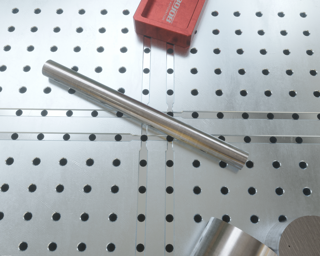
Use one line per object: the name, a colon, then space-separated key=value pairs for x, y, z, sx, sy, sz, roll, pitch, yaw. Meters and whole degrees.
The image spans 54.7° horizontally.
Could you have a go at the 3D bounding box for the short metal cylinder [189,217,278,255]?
short metal cylinder: x=0.077 y=0.139 z=0.332 sx=0.080 sy=0.080 sz=0.050 roll=31 pitch=73 yaw=10

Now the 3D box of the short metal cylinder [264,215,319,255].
short metal cylinder: x=0.165 y=0.141 z=0.348 sx=0.081 sy=0.050 sz=0.080 roll=0 pitch=70 yaw=0

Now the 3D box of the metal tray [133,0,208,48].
metal tray: x=0.024 y=-0.196 z=0.480 sx=0.090 sy=0.030 sz=0.130 roll=19 pitch=71 yaw=7

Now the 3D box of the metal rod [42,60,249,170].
metal rod: x=-0.026 y=-0.022 z=0.419 sx=0.301 sy=0.025 sz=0.025 roll=26 pitch=72 yaw=9
